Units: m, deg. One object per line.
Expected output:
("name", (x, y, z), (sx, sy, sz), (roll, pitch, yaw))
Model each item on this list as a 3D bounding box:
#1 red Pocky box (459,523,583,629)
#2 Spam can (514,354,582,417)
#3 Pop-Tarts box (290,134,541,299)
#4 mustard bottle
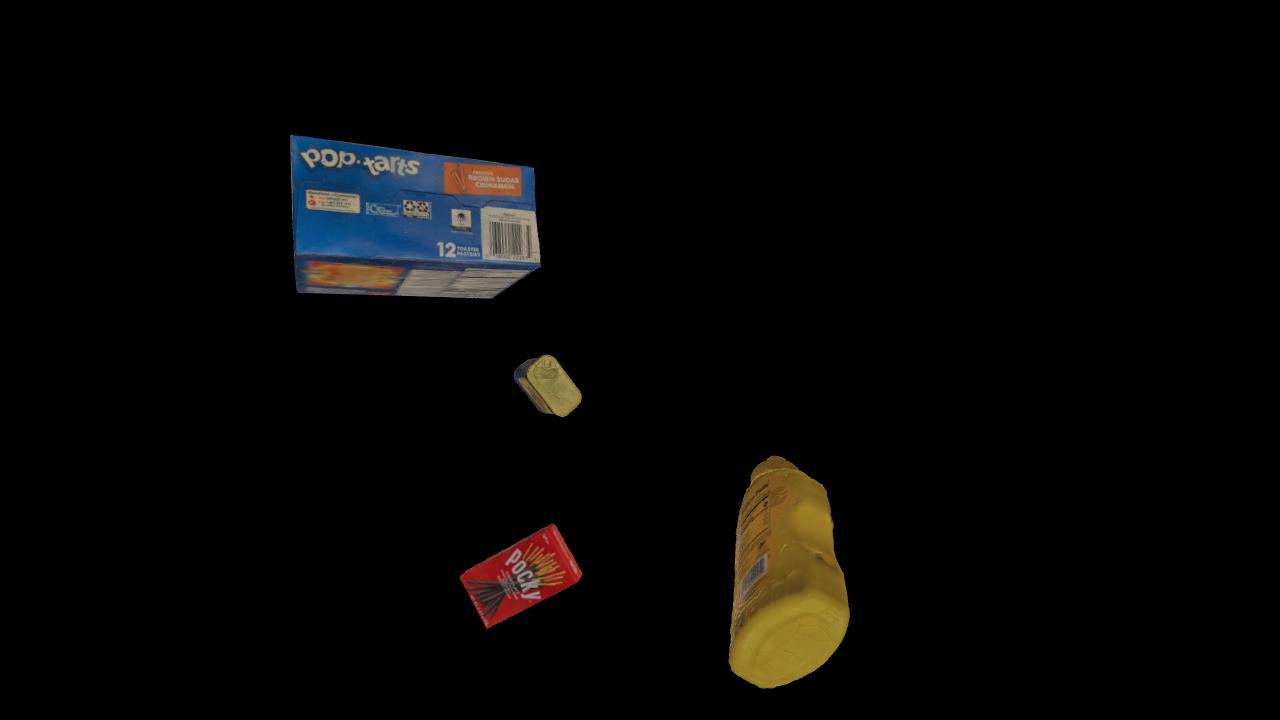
("red Pocky box", (-0.162, 0.292, 0.830), (0.155, 0.083, 0.028), (-31, -5, 13))
("Spam can", (-0.155, 0.044, 1.018), (0.058, 0.101, 0.085), (-41, 16, -24))
("Pop-Tarts box", (-0.183, -0.102, 0.491), (0.167, 0.083, 0.141), (-1, -5, -28))
("mustard bottle", (0.101, 0.128, 0.441), (0.054, 0.092, 0.184), (24, 28, -2))
